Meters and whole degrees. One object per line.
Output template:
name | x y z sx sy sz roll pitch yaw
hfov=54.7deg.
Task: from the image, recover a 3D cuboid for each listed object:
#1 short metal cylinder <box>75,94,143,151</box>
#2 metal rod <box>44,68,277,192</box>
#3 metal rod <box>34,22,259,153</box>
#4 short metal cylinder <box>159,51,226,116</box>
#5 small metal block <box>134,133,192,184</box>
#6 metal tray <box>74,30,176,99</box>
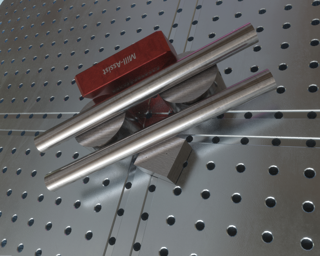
short metal cylinder | -0.070 0.001 0.427 0.080 0.050 0.080 -13 56 20
metal rod | -0.009 0.008 0.373 0.301 0.025 0.025 -25 53 12
metal rod | -0.025 -0.044 0.381 0.301 0.025 0.025 -26 53 11
short metal cylinder | 0.042 -0.053 0.402 0.080 0.050 0.080 -13 56 20
small metal block | 0.004 0.035 0.382 0.050 0.025 0.050 16 70 34
metal tray | -0.041 -0.081 0.434 0.130 0.090 0.030 -25 85 12
